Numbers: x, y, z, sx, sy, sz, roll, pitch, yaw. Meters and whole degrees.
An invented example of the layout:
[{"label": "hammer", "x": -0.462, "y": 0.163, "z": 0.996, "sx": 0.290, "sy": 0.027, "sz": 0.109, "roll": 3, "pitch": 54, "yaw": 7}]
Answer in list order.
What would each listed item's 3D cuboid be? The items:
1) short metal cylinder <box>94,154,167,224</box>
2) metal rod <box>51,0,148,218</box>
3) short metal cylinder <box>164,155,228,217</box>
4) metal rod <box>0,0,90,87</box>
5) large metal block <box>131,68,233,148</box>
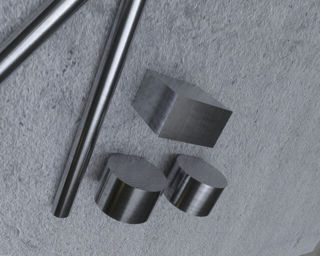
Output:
[{"label": "short metal cylinder", "x": -0.038, "y": 0.076, "z": 0.398, "sx": 0.081, "sy": 0.080, "sz": 0.050, "roll": 12, "pitch": 112, "yaw": -34}, {"label": "metal rod", "x": -0.073, "y": -0.020, "z": 0.354, "sx": 0.025, "sy": 0.025, "sz": 0.298, "roll": 10, "pitch": 113, "yaw": -33}, {"label": "short metal cylinder", "x": 0.050, "y": 0.082, "z": 0.449, "sx": 0.081, "sy": 0.080, "sz": 0.050, "roll": 13, "pitch": 112, "yaw": -34}, {"label": "metal rod", "x": -0.127, "y": -0.079, "z": 0.288, "sx": 0.300, "sy": 0.025, "sz": 0.025, "roll": -43, "pitch": 129, "yaw": 2}, {"label": "large metal block", "x": 0.024, "y": -0.024, "z": 0.370, "sx": 0.081, "sy": 0.080, "sz": 0.050, "roll": 13, "pitch": 112, "yaw": -34}]
